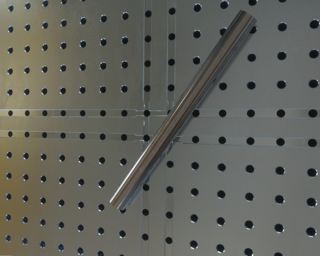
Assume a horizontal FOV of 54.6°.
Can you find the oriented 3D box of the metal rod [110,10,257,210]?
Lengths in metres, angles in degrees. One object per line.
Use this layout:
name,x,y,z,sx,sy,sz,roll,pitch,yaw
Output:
metal rod,0.024,-0.014,0.404,0.025,0.025,0.299,38,102,16
